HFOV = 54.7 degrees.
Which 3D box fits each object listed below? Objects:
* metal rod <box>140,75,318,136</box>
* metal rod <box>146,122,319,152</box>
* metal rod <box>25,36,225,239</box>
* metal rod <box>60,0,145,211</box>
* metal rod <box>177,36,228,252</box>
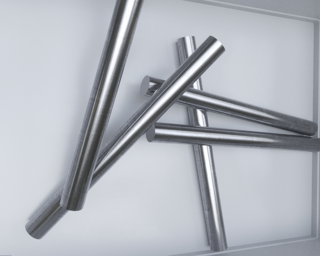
[{"bbox_3d":[0.114,-0.024,0.434,0.302,0.025,0.025,11,86,-27],"label":"metal rod"},{"bbox_3d":[0.122,0.016,0.437,0.302,0.025,0.025,5,89,-28],"label":"metal rod"},{"bbox_3d":[-0.041,0.012,0.353,0.300,0.025,0.025,-46,105,2],"label":"metal rod"},{"bbox_3d":[-0.049,-0.057,0.306,0.025,0.025,0.298,14,101,-20],"label":"metal rod"},{"bbox_3d":[0.060,0.024,0.434,0.025,0.025,0.298,-11,94,-20],"label":"metal rod"}]
